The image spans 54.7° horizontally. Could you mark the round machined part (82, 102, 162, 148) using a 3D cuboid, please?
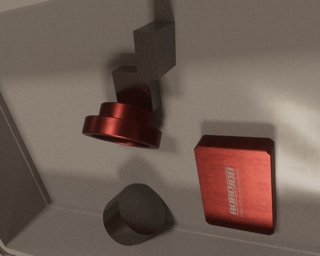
[{"bbox_3d":[-0.046,-0.004,0.395,0.098,0.098,0.042,7,80,24],"label":"round machined part"}]

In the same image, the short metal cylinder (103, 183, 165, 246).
[{"bbox_3d":[-0.039,0.132,0.474,0.080,0.080,0.050,43,129,-2],"label":"short metal cylinder"}]

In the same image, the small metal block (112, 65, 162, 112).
[{"bbox_3d":[-0.029,-0.050,0.391,0.050,0.025,0.050,7,122,24],"label":"small metal block"}]

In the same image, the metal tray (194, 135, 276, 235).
[{"bbox_3d":[0.099,0.073,0.398,0.090,0.030,0.129,2,120,26],"label":"metal tray"}]

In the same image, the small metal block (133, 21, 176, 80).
[{"bbox_3d":[-0.004,-0.086,0.340,0.025,0.050,0.050,10,123,22],"label":"small metal block"}]
